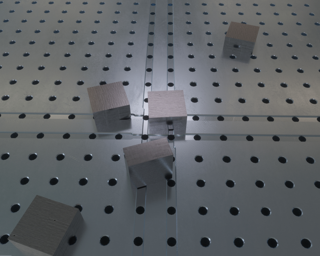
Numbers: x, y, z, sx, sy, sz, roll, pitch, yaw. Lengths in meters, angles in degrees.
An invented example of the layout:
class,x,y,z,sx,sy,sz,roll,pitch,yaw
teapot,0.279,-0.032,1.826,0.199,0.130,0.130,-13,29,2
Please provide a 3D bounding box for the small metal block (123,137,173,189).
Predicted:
class,x,y,z,sx,sy,sz,roll,pitch,yaw
small metal block,-0.013,0.041,0.357,0.050,0.050,0.025,-14,52,-11

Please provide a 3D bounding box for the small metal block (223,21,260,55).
class,x,y,z,sx,sy,sz,roll,pitch,yaw
small metal block,0.142,-0.158,0.541,0.050,0.025,0.050,16,52,13

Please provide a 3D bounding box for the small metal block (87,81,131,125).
class,x,y,z,sx,sy,sz,roll,pitch,yaw
small metal block,-0.072,-0.036,0.438,0.050,0.025,0.050,-13,51,-11

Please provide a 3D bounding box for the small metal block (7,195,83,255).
class,x,y,z,sx,sy,sz,roll,pitch,yaw
small metal block,-0.116,0.104,0.320,0.050,0.025,0.050,15,52,12

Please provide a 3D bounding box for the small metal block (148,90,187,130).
class,x,y,z,sx,sy,sz,roll,pitch,yaw
small metal block,0.009,-0.025,0.429,0.050,0.025,0.050,-3,50,-2
